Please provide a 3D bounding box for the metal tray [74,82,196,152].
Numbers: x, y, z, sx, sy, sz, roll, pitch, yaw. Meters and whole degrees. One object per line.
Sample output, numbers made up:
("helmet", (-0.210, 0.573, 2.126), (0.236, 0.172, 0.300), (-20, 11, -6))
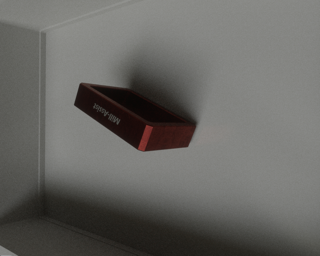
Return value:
("metal tray", (-0.032, -0.016, 0.384), (0.130, 0.091, 0.030), (31, 109, 35))
